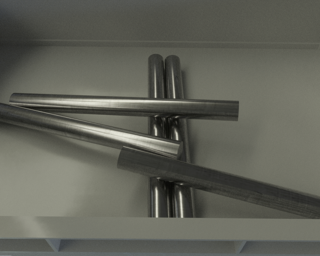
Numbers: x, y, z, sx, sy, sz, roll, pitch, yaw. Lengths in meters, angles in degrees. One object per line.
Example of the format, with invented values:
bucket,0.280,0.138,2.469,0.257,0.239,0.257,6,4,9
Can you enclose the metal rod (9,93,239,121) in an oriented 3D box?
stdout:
metal rod,-0.053,-0.028,0.401,0.301,0.025,0.025,3,50,11

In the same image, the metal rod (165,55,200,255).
metal rod,0.023,0.009,0.394,0.025,0.025,0.300,-1,50,-1

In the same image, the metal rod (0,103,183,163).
metal rod,-0.119,-0.002,0.387,0.301,0.025,0.025,12,51,16

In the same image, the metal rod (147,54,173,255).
metal rod,-0.003,0.007,0.395,0.025,0.025,0.300,-1,50,-1

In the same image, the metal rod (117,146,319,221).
metal rod,0.104,0.068,0.325,0.302,0.025,0.025,14,51,4
